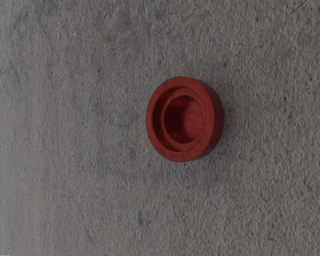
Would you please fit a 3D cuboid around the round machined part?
[{"bbox_3d":[0.033,-0.010,0.368,0.098,0.042,0.097,0,90,40],"label":"round machined part"}]
